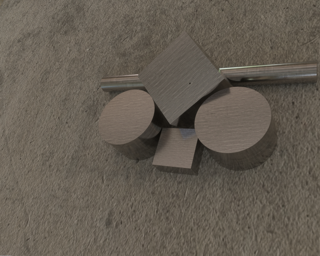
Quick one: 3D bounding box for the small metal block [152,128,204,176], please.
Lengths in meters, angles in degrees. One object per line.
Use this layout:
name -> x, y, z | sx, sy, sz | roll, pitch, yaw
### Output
small metal block -> 0.024, 0.028, 0.376 | 0.050, 0.025, 0.050 | 2, 63, 29

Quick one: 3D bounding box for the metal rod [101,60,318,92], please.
metal rod -> 0.046, -0.067, 0.422 | 0.300, 0.025, 0.025 | 1, 62, 28

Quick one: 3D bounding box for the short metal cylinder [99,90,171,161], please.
short metal cylinder -> -0.033, -0.004, 0.408 | 0.080, 0.050, 0.080 | -13, 56, 21

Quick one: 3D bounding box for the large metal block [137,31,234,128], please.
large metal block -> 0.032, -0.057, 0.384 | 0.080, 0.050, 0.080 | -41, 66, 17

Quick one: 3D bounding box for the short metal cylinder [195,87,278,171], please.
short metal cylinder -> 0.085, 0.001, 0.344 | 0.080, 0.050, 0.080 | -13, 56, 21
